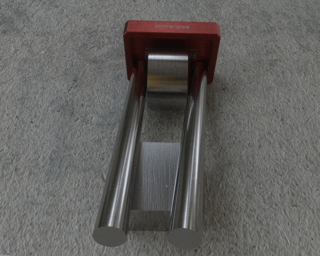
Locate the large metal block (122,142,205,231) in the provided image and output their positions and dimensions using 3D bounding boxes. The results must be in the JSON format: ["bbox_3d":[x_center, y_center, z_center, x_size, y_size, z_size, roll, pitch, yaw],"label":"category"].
[{"bbox_3d":[0.003,0.062,0.333,0.081,0.050,0.080,1,50,1],"label":"large metal block"}]

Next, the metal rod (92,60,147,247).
[{"bbox_3d":[-0.032,-0.006,0.350,0.025,0.025,0.300,2,35,1],"label":"metal rod"}]

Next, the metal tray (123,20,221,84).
[{"bbox_3d":[0.016,-0.109,0.454,0.131,0.089,0.030,2,50,1],"label":"metal tray"}]

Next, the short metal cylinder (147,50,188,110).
[{"bbox_3d":[0.010,-0.065,0.425,0.050,0.080,0.080,2,50,1],"label":"short metal cylinder"}]

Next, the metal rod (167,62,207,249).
[{"bbox_3d":[0.039,-0.004,0.348,0.025,0.025,0.301,7,35,5],"label":"metal rod"}]
